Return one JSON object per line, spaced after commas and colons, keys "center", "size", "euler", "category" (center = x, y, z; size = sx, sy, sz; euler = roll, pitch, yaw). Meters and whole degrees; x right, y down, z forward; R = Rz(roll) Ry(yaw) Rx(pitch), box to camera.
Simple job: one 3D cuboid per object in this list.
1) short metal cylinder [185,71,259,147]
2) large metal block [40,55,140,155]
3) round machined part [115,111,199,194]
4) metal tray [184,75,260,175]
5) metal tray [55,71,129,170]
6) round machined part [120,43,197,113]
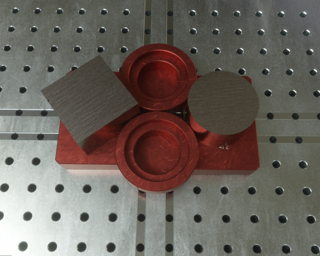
{"center": [0.072, -0.022, 0.374], "size": [0.081, 0.050, 0.080], "euler": [0, 70, 0], "category": "short metal cylinder"}
{"center": [-0.081, -0.027, 0.376], "size": [0.080, 0.050, 0.080], "euler": [-35, 74, -12], "category": "large metal block"}
{"center": [-0.003, 0.032, 0.381], "size": [0.099, 0.042, 0.098], "euler": [0, 70, 0], "category": "round machined part"}
{"center": [0.077, -0.006, 0.409], "size": [0.091, 0.030, 0.130], "euler": [1, 70, 0], "category": "metal tray"}
{"center": [-0.082, -0.012, 0.412], "size": [0.091, 0.030, 0.130], "euler": [1, 70, -1], "category": "metal tray"}
{"center": [-0.002, -0.061, 0.415], "size": [0.099, 0.042, 0.098], "euler": [0, 70, 0], "category": "round machined part"}
